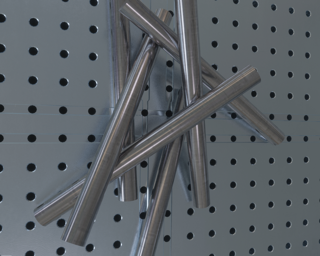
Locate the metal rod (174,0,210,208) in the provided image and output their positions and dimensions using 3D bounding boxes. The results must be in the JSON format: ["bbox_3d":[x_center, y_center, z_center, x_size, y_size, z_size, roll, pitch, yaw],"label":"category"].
[{"bbox_3d":[0.042,-0.034,0.385,0.025,0.025,0.298,-14,111,-19],"label":"metal rod"}]

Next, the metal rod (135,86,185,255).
[{"bbox_3d":[0.000,0.091,0.412,0.025,0.025,0.299,17,84,-19],"label":"metal rod"}]

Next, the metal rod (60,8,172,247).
[{"bbox_3d":[-0.041,-0.018,0.361,0.025,0.025,0.300,26,68,-18],"label":"metal rod"}]

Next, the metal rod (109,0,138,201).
[{"bbox_3d":[-0.047,-0.058,0.394,0.025,0.025,0.298,-3,91,-20],"label":"metal rod"}]

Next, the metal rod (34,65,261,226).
[{"bbox_3d":[-0.014,0.020,0.363,0.301,0.025,0.025,-34,102,0],"label":"metal rod"}]

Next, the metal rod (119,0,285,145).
[{"bbox_3d":[0.072,-0.063,0.415,0.301,0.025,0.025,36,79,-25],"label":"metal rod"}]
